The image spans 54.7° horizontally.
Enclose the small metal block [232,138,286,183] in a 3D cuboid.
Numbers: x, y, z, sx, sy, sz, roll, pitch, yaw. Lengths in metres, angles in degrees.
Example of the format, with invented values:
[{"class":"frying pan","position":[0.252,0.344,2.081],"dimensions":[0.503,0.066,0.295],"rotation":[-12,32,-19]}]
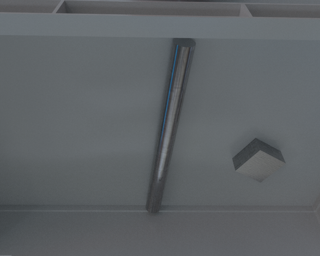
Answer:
[{"class":"small metal block","position":[0.144,0.048,0.452],"dimensions":[0.050,0.025,0.050],"rotation":[26,125,-21]}]

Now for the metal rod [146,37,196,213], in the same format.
[{"class":"metal rod","position":[0.007,0.021,0.426],"dimensions":[0.025,0.025,0.298],"rotation":[5,130,-5]}]
